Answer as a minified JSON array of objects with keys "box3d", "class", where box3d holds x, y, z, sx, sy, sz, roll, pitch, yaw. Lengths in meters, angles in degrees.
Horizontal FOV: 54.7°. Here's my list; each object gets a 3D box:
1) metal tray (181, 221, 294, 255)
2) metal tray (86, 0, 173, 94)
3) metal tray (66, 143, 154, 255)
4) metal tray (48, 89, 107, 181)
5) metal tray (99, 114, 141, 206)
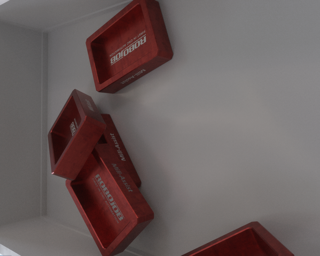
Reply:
[{"box3d":[0.050,0.138,0.281,0.131,0.090,0.030,-25,92,-2],"class":"metal tray"},{"box3d":[-0.049,-0.114,0.443,0.130,0.030,0.090,-23,75,37],"class":"metal tray"},{"box3d":[-0.074,0.096,0.424,0.130,0.030,0.090,52,120,27],"class":"metal tray"},{"box3d":[-0.125,0.004,0.449,0.090,0.030,0.130,-57,30,9],"class":"metal tray"},{"box3d":[-0.091,0.053,0.478,0.090,0.030,0.130,-42,65,32],"class":"metal tray"}]
